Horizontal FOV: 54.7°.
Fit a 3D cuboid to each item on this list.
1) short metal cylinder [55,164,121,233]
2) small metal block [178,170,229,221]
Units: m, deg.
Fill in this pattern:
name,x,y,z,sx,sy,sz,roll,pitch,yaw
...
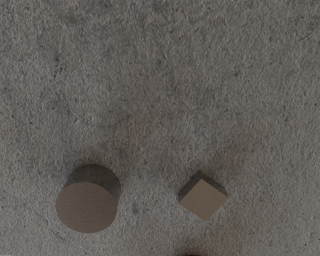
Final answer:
name,x,y,z,sx,sy,sz,roll,pitch,yaw
short metal cylinder,-0.097,0.098,0.432,0.081,0.050,0.079,0,110,0
small metal block,0.061,0.098,0.446,0.050,0.025,0.050,36,106,-13
